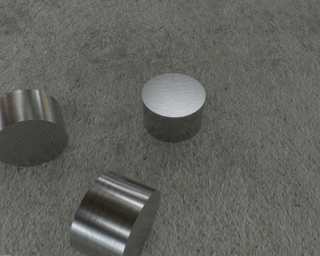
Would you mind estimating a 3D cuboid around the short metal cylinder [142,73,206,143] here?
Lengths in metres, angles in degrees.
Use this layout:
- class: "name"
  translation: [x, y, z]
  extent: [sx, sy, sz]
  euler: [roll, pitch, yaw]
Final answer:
- class: "short metal cylinder"
  translation: [0.017, -0.027, 0.410]
  extent: [0.080, 0.050, 0.080]
  euler: [0, 50, 0]

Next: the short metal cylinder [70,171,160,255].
- class: "short metal cylinder"
  translation: [-0.039, 0.087, 0.294]
  extent: [0.050, 0.080, 0.080]
  euler: [20, 53, 16]

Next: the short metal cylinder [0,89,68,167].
- class: "short metal cylinder"
  translation: [-0.154, 0.001, 0.365]
  extent: [0.081, 0.080, 0.050]
  euler: [-17, 52, -14]
